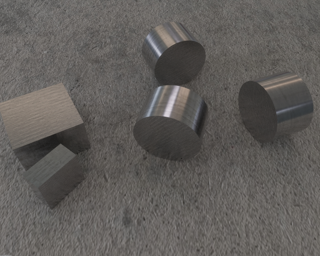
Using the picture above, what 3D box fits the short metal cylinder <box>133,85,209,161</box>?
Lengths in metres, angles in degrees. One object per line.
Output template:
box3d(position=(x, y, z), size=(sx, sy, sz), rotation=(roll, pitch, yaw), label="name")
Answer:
box3d(position=(0.014, -0.005, 0.371), size=(0.080, 0.080, 0.050), rotation=(12, 51, 10), label="short metal cylinder")

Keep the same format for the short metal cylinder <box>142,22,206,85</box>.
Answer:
box3d(position=(0.020, -0.108, 0.458), size=(0.081, 0.080, 0.050), rotation=(-18, 52, -14), label="short metal cylinder")

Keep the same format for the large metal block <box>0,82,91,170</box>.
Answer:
box3d(position=(-0.143, -0.002, 0.388), size=(0.081, 0.050, 0.080), rotation=(-23, 54, -18), label="large metal block")

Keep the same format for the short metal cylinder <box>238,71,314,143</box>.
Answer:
box3d(position=(0.143, -0.027, 0.391), size=(0.050, 0.080, 0.080), rotation=(-17, 52, -14), label="short metal cylinder")

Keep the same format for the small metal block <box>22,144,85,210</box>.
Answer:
box3d(position=(-0.114, 0.054, 0.341), size=(0.025, 0.050, 0.050), rotation=(31, 57, 23), label="small metal block")
